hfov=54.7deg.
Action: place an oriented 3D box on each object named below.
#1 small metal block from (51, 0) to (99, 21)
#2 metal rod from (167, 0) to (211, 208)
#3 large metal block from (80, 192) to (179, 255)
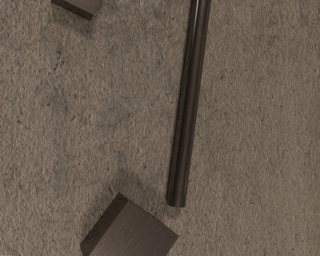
[{"bbox_3d":[-0.097,-0.166,0.373,0.050,0.025,0.050,22,83,-19],"label":"small metal block"},{"bbox_3d":[0.041,-0.043,0.425,0.025,0.025,0.298,8,87,-20],"label":"metal rod"},{"bbox_3d":[-0.038,0.139,0.383,0.080,0.050,0.080,40,77,-16],"label":"large metal block"}]
